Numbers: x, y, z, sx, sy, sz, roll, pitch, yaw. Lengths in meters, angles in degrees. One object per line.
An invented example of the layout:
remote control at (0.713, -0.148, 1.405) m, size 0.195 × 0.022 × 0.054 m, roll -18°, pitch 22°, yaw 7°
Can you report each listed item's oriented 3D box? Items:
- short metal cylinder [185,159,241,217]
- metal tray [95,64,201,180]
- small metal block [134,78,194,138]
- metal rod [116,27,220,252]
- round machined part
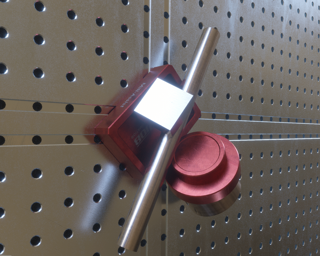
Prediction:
short metal cylinder at (0.064, 0.074, 0.428) m, size 0.080 × 0.080 × 0.050 m, roll -51°, pitch 121°, yaw -28°
metal tray at (-0.009, -0.009, 0.399) m, size 0.130 × 0.030 × 0.090 m, roll -51°, pitch 120°, yaw -28°
small metal block at (0.006, -0.024, 0.371) m, size 0.050 × 0.050 × 0.025 m, roll -56°, pitch 161°, yaw -14°
metal rod at (0.017, 0.000, 0.386) m, size 0.025 × 0.025 × 0.300 m, roll 35°, pitch 68°, yaw -35°
round machined part at (0.051, 0.043, 0.393) m, size 0.098 × 0.098 × 0.042 m, roll -54°, pitch 144°, yaw -27°
